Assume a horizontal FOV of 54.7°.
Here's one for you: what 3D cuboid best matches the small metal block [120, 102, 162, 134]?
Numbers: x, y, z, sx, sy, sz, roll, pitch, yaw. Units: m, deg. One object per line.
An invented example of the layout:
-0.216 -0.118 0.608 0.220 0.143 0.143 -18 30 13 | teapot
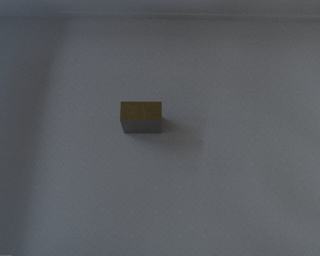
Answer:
-0.023 -0.013 0.401 0.050 0.050 0.025 0 70 0 | small metal block
